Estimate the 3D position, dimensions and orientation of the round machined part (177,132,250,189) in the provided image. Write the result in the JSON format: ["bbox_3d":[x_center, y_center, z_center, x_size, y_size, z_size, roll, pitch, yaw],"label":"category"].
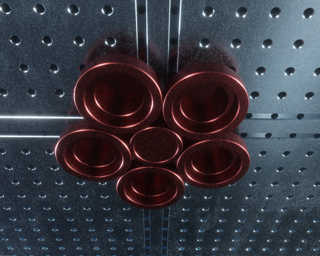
[{"bbox_3d":[0.072,0.038,0.433,0.099,0.042,0.097,0,130,0],"label":"round machined part"}]

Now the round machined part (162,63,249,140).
[{"bbox_3d":[0.052,-0.035,0.370,0.099,0.042,0.097,0,130,0],"label":"round machined part"}]

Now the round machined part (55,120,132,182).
[{"bbox_3d":[-0.087,0.026,0.421,0.099,0.042,0.097,0,130,0],"label":"round machined part"}]

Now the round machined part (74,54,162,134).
[{"bbox_3d":[-0.047,-0.043,0.363,0.099,0.042,0.097,0,130,0],"label":"round machined part"}]

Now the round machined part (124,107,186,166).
[{"bbox_3d":[-0.005,0.012,0.410,0.099,0.042,0.097,0,130,0],"label":"round machined part"}]

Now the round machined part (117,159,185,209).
[{"bbox_3d":[-0.014,0.076,0.464,0.099,0.042,0.097,0,130,0],"label":"round machined part"}]
